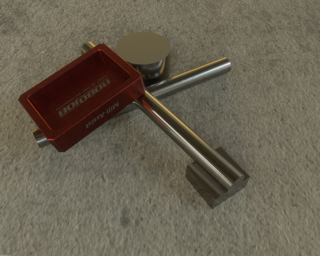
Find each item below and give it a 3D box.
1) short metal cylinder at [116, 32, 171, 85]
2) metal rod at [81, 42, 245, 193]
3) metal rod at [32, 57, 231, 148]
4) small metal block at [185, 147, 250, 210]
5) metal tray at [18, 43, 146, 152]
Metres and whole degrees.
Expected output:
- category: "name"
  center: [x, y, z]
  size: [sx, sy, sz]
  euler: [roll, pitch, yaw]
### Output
- category: "short metal cylinder"
  center: [-0.024, -0.103, 0.474]
  size: [0.081, 0.050, 0.080]
  euler: [0, 50, 0]
- category: "metal rod"
  center: [-0.015, -0.031, 0.398]
  size: [0.025, 0.025, 0.300]
  euler: [-32, 57, -24]
- category: "metal rod"
  center: [-0.026, -0.043, 0.441]
  size: [0.302, 0.025, 0.025]
  euler: [-24, 54, -19]
- category: "small metal block"
  center: [0.065, 0.057, 0.358]
  size: [0.050, 0.025, 0.050]
  euler: [-27, 55, -21]
- category: "metal tray"
  center: [-0.096, -0.042, 0.385]
  size: [0.131, 0.030, 0.090]
  euler: [-38, 59, -14]
